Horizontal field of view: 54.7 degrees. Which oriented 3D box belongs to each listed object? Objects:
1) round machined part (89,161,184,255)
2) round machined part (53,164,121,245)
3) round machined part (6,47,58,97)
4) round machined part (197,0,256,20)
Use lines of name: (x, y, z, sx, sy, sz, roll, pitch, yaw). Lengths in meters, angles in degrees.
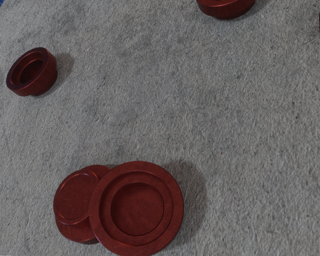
round machined part: (-0.023, 0.088, 0.337, 0.099, 0.042, 0.098, -1, 67, 3)
round machined part: (-0.092, 0.091, 0.386, 0.098, 0.042, 0.098, -13, 56, 21)
round machined part: (-0.231, -0.099, 0.576, 0.098, 0.042, 0.098, -13, 56, 21)
round machined part: (0.104, -0.201, 0.462, 0.098, 0.042, 0.098, -13, 56, 21)
